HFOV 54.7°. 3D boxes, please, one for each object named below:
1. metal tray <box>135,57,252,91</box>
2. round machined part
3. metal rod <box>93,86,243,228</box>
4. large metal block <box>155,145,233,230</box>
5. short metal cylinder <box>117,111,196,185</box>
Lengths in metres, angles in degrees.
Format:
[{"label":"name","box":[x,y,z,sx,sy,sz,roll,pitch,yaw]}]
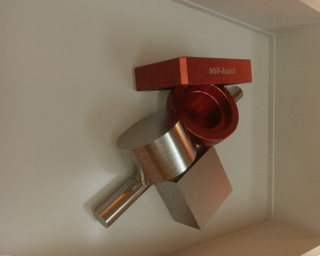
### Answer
[{"label":"metal tray","box":[0.045,-0.068,0.400,0.131,0.090,0.030,-9,96,-40]},{"label":"round machined part","box":[0.054,-0.020,0.423,0.099,0.042,0.098,10,62,-20]},{"label":"metal rod","box":[0.030,0.022,0.432,0.302,0.025,0.025,-40,115,-33]},{"label":"large metal block","box":[0.046,0.078,0.428,0.080,0.050,0.080,-40,115,-33]},{"label":"short metal cylinder","box":[-0.004,0.022,0.368,0.080,0.080,0.050,-41,115,-33]}]
